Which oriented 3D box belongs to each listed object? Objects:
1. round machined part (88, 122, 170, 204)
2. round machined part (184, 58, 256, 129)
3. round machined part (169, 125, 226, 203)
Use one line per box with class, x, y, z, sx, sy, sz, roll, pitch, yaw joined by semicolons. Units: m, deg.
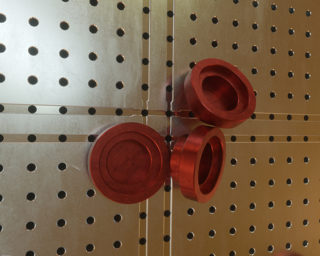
round machined part;-0.041;0.042;0.388;0.099;0.042;0.097;0;90;-20
round machined part;0.076;-0.042;0.417;0.099;0.042;0.098;12;58;-20
round machined part;0.048;0.044;0.404;0.099;0.042;0.097;-21;116;-54
